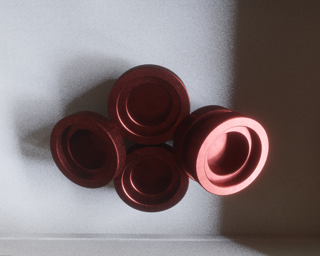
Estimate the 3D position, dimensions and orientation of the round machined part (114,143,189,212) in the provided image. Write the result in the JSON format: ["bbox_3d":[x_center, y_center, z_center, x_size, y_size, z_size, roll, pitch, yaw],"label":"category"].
[{"bbox_3d":[-0.011,0.062,0.422,0.099,0.042,0.097,0,110,0],"label":"round machined part"}]

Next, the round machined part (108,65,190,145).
[{"bbox_3d":[-0.013,-0.031,0.388,0.099,0.042,0.097,0,110,0],"label":"round machined part"}]

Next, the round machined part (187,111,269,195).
[{"bbox_3d":[0.076,0.027,0.370,0.099,0.042,0.097,-8,112,-21],"label":"round machined part"}]

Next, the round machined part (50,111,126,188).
[{"bbox_3d":[-0.087,0.024,0.398,0.098,0.042,0.097,7,111,19],"label":"round machined part"}]

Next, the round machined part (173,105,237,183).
[{"bbox_3d":[0.061,0.017,0.396,0.099,0.042,0.097,-8,111,-21],"label":"round machined part"}]
